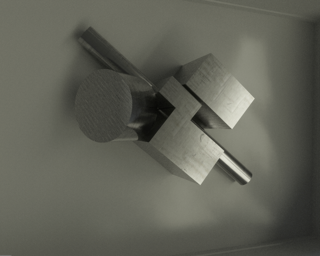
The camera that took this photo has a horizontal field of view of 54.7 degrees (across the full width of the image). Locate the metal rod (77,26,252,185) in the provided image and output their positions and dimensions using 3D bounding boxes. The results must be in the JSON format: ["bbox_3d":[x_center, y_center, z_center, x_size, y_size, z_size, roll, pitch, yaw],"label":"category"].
[{"bbox_3d":[0.017,-0.020,0.417,0.300,0.025,0.025,41,77,-16],"label":"metal rod"}]

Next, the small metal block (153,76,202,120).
[{"bbox_3d":[0.016,-0.034,0.378,0.050,0.050,0.025,43,77,-16],"label":"small metal block"}]

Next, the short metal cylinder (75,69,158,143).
[{"bbox_3d":[-0.050,-0.024,0.356,0.050,0.080,0.079,1,90,-60],"label":"short metal cylinder"}]

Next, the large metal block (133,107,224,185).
[{"bbox_3d":[0.018,0.021,0.388,0.080,0.080,0.050,41,77,-16],"label":"large metal block"}]

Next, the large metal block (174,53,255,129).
[{"bbox_3d":[0.059,-0.044,0.404,0.080,0.080,0.050,42,77,-16],"label":"large metal block"}]
